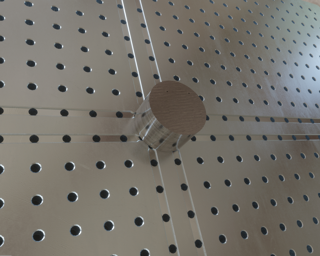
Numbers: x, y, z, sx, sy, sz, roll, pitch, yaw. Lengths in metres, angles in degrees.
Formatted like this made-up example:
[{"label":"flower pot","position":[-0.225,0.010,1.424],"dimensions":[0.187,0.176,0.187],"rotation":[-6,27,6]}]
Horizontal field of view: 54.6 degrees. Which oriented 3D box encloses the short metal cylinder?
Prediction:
[{"label":"short metal cylinder","position":[0.013,-0.015,0.408],"dimensions":[0.081,0.050,0.080],"rotation":[13,56,-21]}]
